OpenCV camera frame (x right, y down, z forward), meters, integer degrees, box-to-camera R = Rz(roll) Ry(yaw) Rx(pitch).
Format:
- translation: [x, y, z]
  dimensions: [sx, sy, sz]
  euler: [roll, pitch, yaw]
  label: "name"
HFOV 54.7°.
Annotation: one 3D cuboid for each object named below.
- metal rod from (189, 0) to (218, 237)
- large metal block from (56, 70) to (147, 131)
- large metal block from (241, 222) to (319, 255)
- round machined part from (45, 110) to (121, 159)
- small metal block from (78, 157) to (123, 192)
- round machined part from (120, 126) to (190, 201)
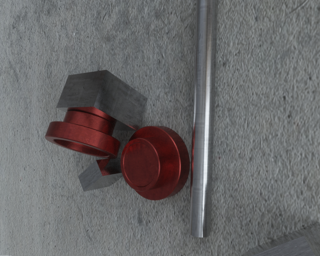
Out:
- translation: [0.051, -0.024, 0.362]
  dimensions: [0.025, 0.025, 0.298]
  euler: [3, 92, 40]
  label: "metal rod"
- translation: [-0.079, -0.035, 0.426]
  dimensions: [0.080, 0.080, 0.050]
  euler: [2, 70, 40]
  label: "large metal block"
- translation: [0.126, 0.145, 0.285]
  dimensions: [0.080, 0.050, 0.080]
  euler: [-39, 66, 33]
  label: "large metal block"
- translation: [-0.101, 0.008, 0.423]
  dimensions: [0.098, 0.098, 0.042]
  euler: [1, 70, 40]
  label: "round machined part"
- translation: [-0.083, 0.068, 0.457]
  dimensions: [0.050, 0.050, 0.025]
  euler: [-40, 66, 33]
  label: "small metal block"
- translation: [-0.013, 0.046, 0.405]
  dimensions: [0.098, 0.042, 0.097]
  euler: [0, 91, 39]
  label: "round machined part"
